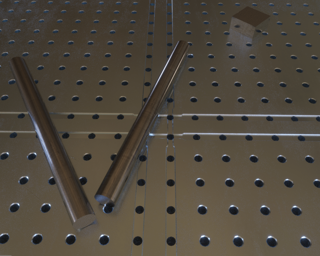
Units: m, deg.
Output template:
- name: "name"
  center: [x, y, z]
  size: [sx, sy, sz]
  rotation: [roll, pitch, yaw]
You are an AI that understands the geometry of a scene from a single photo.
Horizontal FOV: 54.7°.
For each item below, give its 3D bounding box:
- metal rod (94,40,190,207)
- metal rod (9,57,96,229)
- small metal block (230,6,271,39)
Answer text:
- name: "metal rod"
  center: [-0.011, -0.028, 0.431]
  size: [0.025, 0.025, 0.301]
  rotation: [15, 52, 12]
- name: "metal rod"
  center: [-0.152, -0.002, 0.408]
  size: [0.025, 0.025, 0.300]
  rotation: [-23, 54, -18]
- name: "small metal block"
  center: [0.167, -0.196, 0.573]
  size: [0.050, 0.025, 0.050]
  rotation: [36, 59, 26]
